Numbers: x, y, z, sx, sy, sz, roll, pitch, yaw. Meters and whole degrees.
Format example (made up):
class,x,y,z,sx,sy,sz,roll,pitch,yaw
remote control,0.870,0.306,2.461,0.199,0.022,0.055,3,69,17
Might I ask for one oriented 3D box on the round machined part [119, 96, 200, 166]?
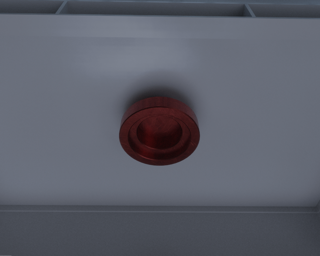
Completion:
class,x,y,z,sx,sy,sz,roll,pitch,yaw
round machined part,-0.001,0.000,0.393,0.099,0.042,0.097,0,130,0
